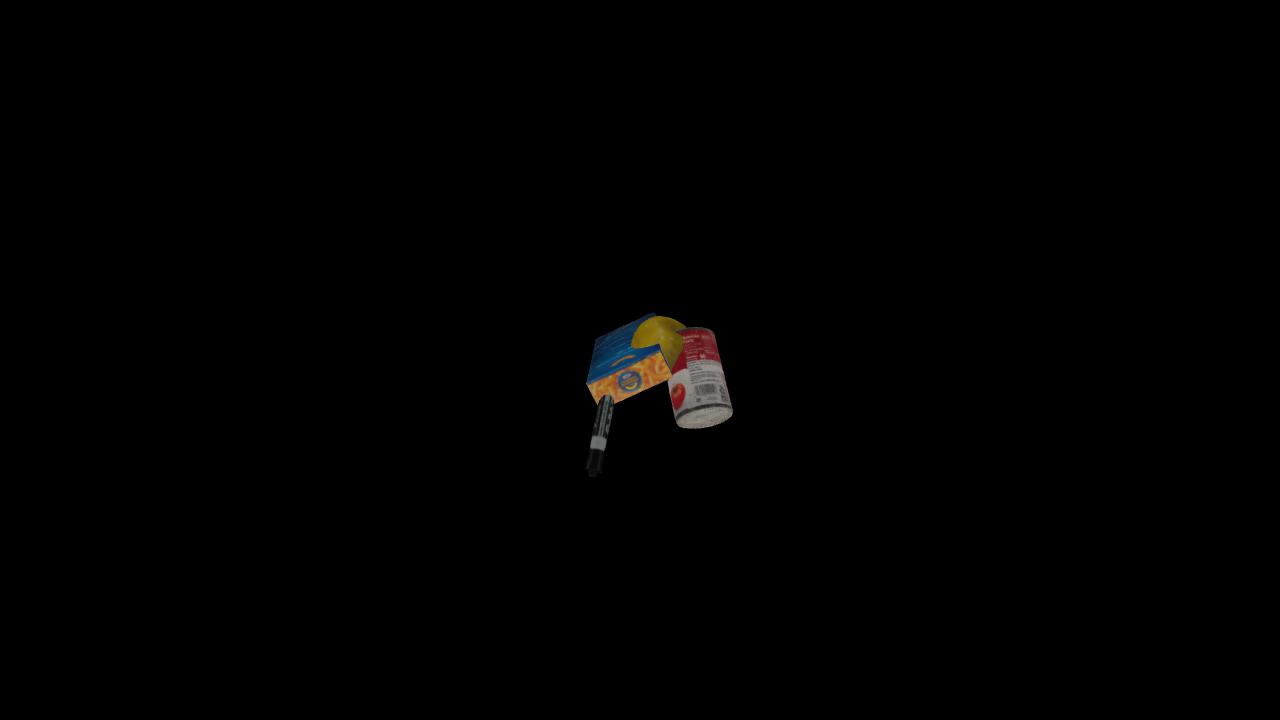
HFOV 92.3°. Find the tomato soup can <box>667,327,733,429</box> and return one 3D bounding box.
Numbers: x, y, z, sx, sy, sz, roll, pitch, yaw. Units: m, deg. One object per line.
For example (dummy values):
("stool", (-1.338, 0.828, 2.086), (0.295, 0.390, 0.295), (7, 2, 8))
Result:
("tomato soup can", (0.065, 0.022, 0.710), (0.068, 0.101, 0.068), (-9, -26, -4))

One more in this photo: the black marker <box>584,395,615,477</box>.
("black marker", (-0.041, 0.068, 0.673), (0.020, 0.121, 0.020), (9, -22, 3))

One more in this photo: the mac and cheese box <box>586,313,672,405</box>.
("mac and cheese box", (-0.013, -0.005, 0.758), (0.093, 0.041, 0.184), (-23, 16, 7))

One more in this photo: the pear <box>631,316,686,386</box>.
("pear", (0.015, 0.004, 0.735), (0.080, 0.111, 0.080), (23, 29, -14))
